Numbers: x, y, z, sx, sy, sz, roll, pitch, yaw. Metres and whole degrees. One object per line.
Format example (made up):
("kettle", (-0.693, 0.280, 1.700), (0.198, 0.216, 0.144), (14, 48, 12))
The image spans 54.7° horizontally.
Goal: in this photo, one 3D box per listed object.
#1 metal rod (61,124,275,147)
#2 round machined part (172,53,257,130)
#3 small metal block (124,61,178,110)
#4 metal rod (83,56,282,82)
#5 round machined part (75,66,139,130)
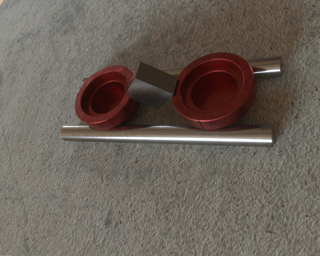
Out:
("metal rod", (-0.010, 0.008, 0.405), (0.300, 0.025, 0.025), (0, 62, 28))
("round machined part", (0.068, -0.040, 0.377), (0.098, 0.042, 0.098), (-13, 56, 21))
("small metal block", (-0.012, -0.052, 0.394), (0.050, 0.050, 0.025), (138, 150, -61))
("metal rod", (0.013, -0.075, 0.443), (0.300, 0.025, 0.025), (0, 62, 28))
("round machined part", (-0.070, -0.039, 0.450), (0.098, 0.042, 0.098), (-13, 56, 21))
